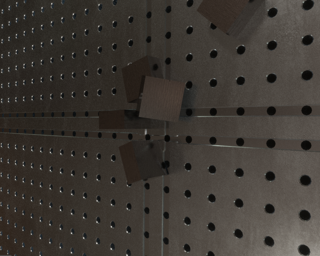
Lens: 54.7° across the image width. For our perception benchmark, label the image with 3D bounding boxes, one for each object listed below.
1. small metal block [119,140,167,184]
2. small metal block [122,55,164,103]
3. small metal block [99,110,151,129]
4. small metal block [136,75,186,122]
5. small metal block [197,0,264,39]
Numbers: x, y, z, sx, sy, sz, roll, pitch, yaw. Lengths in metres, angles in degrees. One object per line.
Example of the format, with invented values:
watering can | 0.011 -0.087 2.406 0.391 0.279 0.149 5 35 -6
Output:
small metal block | -0.022 0.044 0.409 0.025 0.050 0.050 -26 74 37
small metal block | -0.023 -0.065 0.426 0.050 0.025 0.050 -18 79 38
small metal block | -0.049 -0.011 0.431 0.050 0.050 0.025 -1 90 39
small metal block | 0.000 -0.037 0.388 0.025 0.050 0.050 -142 61 -73
small metal block | 0.078 -0.137 0.344 0.050 0.025 0.050 50 119 28
